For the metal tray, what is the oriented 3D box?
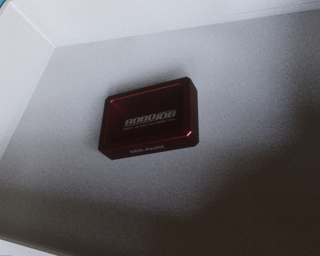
[{"bbox_3d":[-0.015,-0.012,0.416,0.130,0.030,0.090,-11,57,21],"label":"metal tray"}]
